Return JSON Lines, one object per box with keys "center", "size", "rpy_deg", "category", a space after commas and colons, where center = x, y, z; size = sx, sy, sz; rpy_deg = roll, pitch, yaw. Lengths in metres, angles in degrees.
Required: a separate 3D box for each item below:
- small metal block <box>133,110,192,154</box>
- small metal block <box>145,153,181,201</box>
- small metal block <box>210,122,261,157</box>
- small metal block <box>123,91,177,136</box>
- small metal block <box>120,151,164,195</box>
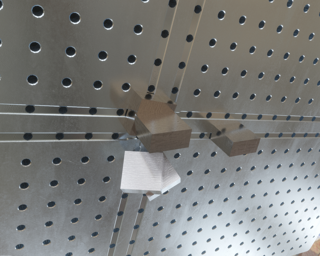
{"center": [0.002, 0.003, 0.367], "size": [0.050, 0.050, 0.025], "rpy_deg": [-7, 122, -25], "category": "small metal block"}
{"center": [-0.006, 0.065, 0.430], "size": [0.050, 0.050, 0.025], "rpy_deg": [-30, 159, -9], "category": "small metal block"}
{"center": [0.114, 0.016, 0.470], "size": [0.050, 0.050, 0.025], "rpy_deg": [-7, 121, -26], "category": "small metal block"}
{"center": [-0.013, -0.016, 0.395], "size": [0.050, 0.025, 0.050], "rpy_deg": [7, 115, -32], "category": "small metal block"}
{"center": [-0.022, 0.059, 0.406], "size": [0.050, 0.050, 0.025], "rpy_deg": [2, 157, 5], "category": "small metal block"}
